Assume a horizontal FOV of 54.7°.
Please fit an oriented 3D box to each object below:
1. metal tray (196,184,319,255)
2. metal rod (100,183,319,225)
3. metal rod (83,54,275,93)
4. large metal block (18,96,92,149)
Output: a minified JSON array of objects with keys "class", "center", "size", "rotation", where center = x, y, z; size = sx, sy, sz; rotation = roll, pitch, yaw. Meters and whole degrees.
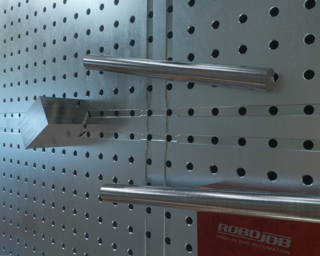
[{"class":"metal tray","center":[0.101,0.110,0.323],"size":[0.130,0.030,0.089],"rotation":[-1,89,40]},{"class":"metal rod","center":[0.042,0.078,0.335],"size":[0.300,0.025,0.025],"rotation":[-6,86,40]},{"class":"metal rod","center":[-0.001,-0.078,0.410],"size":[0.300,0.025,0.025],"rotation":[15,99,39]},{"class":"large metal block","center":[-0.176,-0.008,0.519],"size":[0.080,0.081,0.050],"rotation":[-37,67,34]}]
